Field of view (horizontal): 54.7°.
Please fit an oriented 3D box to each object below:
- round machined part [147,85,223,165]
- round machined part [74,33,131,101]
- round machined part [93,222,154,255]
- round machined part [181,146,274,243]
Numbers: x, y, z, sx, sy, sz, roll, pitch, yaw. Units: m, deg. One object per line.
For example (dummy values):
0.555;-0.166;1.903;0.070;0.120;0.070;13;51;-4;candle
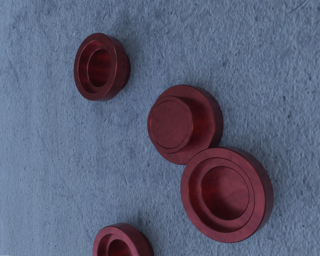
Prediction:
0.023;-0.004;0.375;0.098;0.042;0.097;0;90;40;round machined part
-0.082;-0.088;0.462;0.098;0.042;0.097;0;90;40;round machined part
-0.047;0.181;0.433;0.098;0.042;0.097;0;90;40;round machined part
0.074;0.068;0.333;0.098;0.042;0.097;0;90;40;round machined part
